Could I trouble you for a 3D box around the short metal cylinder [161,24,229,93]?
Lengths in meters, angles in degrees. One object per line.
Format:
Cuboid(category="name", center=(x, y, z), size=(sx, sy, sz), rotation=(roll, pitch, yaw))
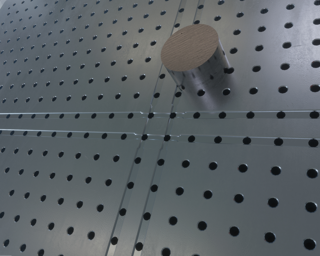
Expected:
Cuboid(category="short metal cylinder", center=(0.048, -0.095, 0.425), size=(0.080, 0.050, 0.080), rotation=(-13, 56, 21))
